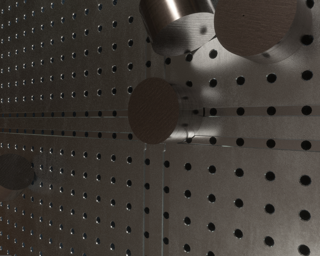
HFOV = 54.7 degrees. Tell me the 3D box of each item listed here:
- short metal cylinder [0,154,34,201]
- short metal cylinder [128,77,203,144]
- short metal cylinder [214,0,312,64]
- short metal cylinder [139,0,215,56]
[{"bbox_3d":[-0.302,0.098,0.618,0.050,0.081,0.080,-40,66,33],"label":"short metal cylinder"},{"bbox_3d":[0.006,-0.020,0.386,0.080,0.050,0.079,0,90,39],"label":"short metal cylinder"},{"bbox_3d":[0.102,-0.108,0.308,0.080,0.050,0.079,0,90,39],"label":"short metal cylinder"},{"bbox_3d":[0.022,-0.126,0.354,0.080,0.081,0.050,-29,72,36],"label":"short metal cylinder"}]
